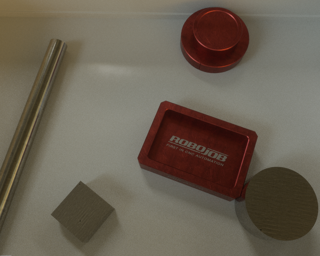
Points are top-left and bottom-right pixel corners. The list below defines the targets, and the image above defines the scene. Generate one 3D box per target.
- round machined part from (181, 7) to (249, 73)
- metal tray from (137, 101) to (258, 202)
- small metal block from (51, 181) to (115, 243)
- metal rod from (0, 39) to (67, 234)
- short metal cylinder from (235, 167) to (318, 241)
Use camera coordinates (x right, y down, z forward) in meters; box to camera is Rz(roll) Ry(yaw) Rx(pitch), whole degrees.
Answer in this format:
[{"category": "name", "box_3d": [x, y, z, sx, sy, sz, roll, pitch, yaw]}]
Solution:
[{"category": "round machined part", "box_3d": [0.080, -0.132, 0.445, 0.099, 0.042, 0.098, 0, 75, 0]}, {"category": "metal tray", "box_3d": [0.048, 0.028, 0.397, 0.131, 0.030, 0.090, 20, 71, 6]}, {"category": "small metal block", "box_3d": [-0.091, 0.100, 0.372, 0.050, 0.025, 0.050, 36, 74, 12]}, {"category": "metal rod", "box_3d": [-0.177, 0.015, 0.401, 0.025, 0.025, 0.299, 11, 70, 3]}, {"category": "short metal cylinder", "box_3d": [0.134, 0.090, 0.365, 0.081, 0.050, 0.080, 0, 70, -1]}]
